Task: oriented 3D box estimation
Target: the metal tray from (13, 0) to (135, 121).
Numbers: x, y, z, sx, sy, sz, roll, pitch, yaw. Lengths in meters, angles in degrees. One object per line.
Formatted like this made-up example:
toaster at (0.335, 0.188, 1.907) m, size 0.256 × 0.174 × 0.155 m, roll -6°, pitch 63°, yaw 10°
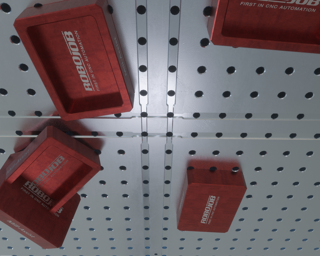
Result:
metal tray at (-0.088, -0.071, 0.346) m, size 0.090 × 0.030 × 0.129 m, roll -8°, pitch 130°, yaw 7°

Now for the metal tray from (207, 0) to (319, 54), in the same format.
metal tray at (0.120, -0.124, 0.303) m, size 0.131 × 0.030 × 0.089 m, roll 4°, pitch 130°, yaw -4°

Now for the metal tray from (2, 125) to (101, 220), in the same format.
metal tray at (-0.159, 0.068, 0.435) m, size 0.130 × 0.030 × 0.090 m, roll -43°, pitch 125°, yaw 11°

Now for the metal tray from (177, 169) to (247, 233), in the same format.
metal tray at (0.081, 0.124, 0.514) m, size 0.091 × 0.030 × 0.129 m, roll 4°, pitch 130°, yaw -4°

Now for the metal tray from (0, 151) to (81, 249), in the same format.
metal tray at (-0.181, 0.106, 0.454) m, size 0.030 × 0.090 × 0.130 m, roll -15°, pitch 130°, yaw 27°
